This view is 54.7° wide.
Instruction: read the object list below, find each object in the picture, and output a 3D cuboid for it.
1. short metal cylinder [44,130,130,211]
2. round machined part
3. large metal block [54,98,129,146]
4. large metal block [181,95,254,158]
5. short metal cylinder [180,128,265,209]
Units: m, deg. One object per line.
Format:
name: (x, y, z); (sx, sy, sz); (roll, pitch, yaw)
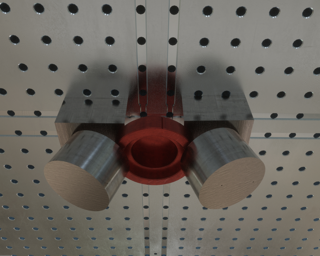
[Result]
short metal cylinder: (-0.082, 0.049, 0.353); (0.080, 0.050, 0.079); (14, 133, 16)
round machined part: (-0.007, 0.023, 0.381); (0.099, 0.042, 0.097); (0, 130, 0)
large metal block: (-0.082, 0.008, 0.401); (0.081, 0.050, 0.079); (0, 130, -1)
large metal block: (0.068, 0.005, 0.400); (0.080, 0.050, 0.079); (-1, 130, 0)
short metal cylinder: (0.070, 0.046, 0.352); (0.081, 0.050, 0.079); (-13, 132, -15)
